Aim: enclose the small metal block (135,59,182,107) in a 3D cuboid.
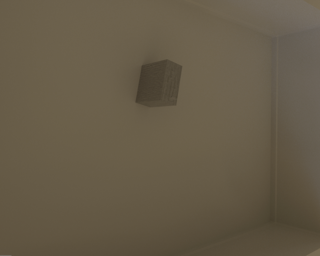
[{"bbox_3d":[-0.002,-0.054,0.387,0.025,0.050,0.050,15,80,-39],"label":"small metal block"}]
